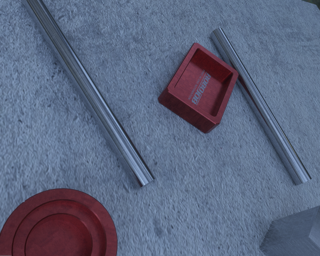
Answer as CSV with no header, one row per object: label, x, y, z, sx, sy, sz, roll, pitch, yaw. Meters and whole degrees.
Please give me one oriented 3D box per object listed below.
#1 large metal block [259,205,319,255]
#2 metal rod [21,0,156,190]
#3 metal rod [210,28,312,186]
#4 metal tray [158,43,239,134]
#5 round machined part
large metal block,0.186,0.151,0.379,0.080,0.080,0.050,45,51,3
metal rod,-0.096,-0.057,0.387,0.025,0.025,0.299,-25,75,-37
metal rod,0.162,-0.046,0.521,0.025,0.025,0.299,-12,68,-33
metal tray,0.063,-0.065,0.475,0.090,0.030,0.130,34,51,-6
round machined part,-0.092,0.108,0.278,0.099,0.042,0.098,14,56,-21
